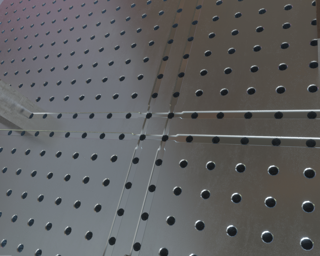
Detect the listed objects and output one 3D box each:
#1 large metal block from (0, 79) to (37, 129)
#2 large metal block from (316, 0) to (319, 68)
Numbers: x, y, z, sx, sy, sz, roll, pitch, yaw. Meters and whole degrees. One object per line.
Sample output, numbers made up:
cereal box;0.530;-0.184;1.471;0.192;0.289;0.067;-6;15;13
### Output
large metal block;-0.284;-0.046;0.547;0.080;0.080;0.050;12;68;33
large metal block;0.222;-0.120;0.350;0.080;0.050;0.080;-2;61;26
